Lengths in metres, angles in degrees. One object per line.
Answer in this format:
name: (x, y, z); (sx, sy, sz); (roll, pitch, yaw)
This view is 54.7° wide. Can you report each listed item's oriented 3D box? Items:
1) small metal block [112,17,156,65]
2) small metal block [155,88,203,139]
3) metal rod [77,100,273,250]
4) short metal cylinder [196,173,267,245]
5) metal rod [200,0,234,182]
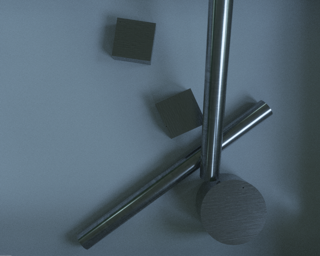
small metal block: (-0.034, -0.114, 0.411); (0.050, 0.025, 0.050); (8, 90, -1)
small metal block: (0.027, -0.019, 0.412); (0.050, 0.025, 0.050); (-24, 90, -1)
metal rod: (0.020, 0.061, 0.411); (0.301, 0.025, 0.025); (-36, 90, -1)
short metal cylinder: (0.089, 0.102, 0.400); (0.081, 0.050, 0.079); (0, 90, -1)
metal rod: (0.062, -0.075, 0.338); (0.025, 0.025, 0.298); (-1, 113, 0)
